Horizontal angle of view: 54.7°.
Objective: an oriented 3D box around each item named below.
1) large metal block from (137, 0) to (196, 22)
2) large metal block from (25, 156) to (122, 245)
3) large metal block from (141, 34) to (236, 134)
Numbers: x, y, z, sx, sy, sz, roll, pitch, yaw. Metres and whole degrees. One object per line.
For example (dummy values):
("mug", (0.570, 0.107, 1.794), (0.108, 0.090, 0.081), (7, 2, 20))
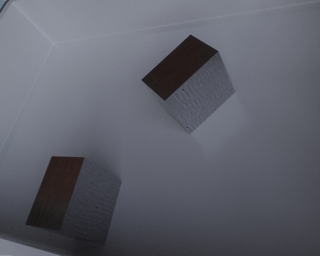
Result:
("large metal block", (0.017, -0.234, 0.527), (0.080, 0.050, 0.080), (0, 62, 28))
("large metal block", (-0.097, 0.087, 0.368), (0.050, 0.080, 0.080), (-1, 61, 28))
("large metal block", (0.038, -0.052, 0.382), (0.080, 0.080, 0.050), (-43, 51, -2))
